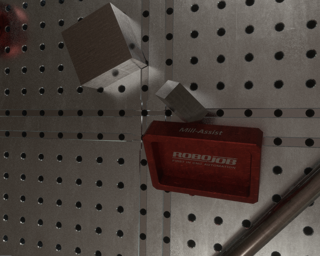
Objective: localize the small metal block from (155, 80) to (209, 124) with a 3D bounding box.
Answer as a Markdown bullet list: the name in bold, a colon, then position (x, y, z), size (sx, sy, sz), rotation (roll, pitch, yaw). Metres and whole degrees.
- **small metal block**: position (0.025, -0.031, 0.378), size (0.050, 0.050, 0.025), rotation (43, 89, -18)

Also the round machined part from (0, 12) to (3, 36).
- **round machined part**: position (-0.300, -0.174, 0.507), size (0.098, 0.042, 0.097), rotation (0, 90, 19)

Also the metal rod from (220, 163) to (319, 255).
- **metal rod**: position (0.114, 0.133, 0.372), size (0.025, 0.025, 0.299), rotation (45, 103, 14)

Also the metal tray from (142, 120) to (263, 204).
- **metal tray**: position (0.051, 0.040, 0.366), size (0.130, 0.030, 0.089), rotation (5, 127, 19)

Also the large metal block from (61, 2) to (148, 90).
- **large metal block**: position (-0.076, -0.108, 0.425), size (0.080, 0.050, 0.080), rotation (-24, 82, 18)
